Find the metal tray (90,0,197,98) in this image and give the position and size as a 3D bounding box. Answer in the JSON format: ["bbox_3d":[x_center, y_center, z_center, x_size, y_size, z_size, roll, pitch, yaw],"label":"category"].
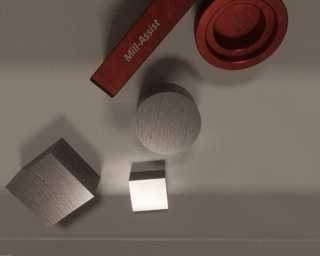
[{"bbox_3d":[-0.018,-0.099,0.339,0.030,0.090,0.130,40,105,-14],"label":"metal tray"}]

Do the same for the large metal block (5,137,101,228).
[{"bbox_3d":[-0.142,0.074,0.423,0.080,0.050,0.080,-36,107,12],"label":"large metal block"}]

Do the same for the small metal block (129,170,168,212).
[{"bbox_3d":[-0.016,0.090,0.444,0.050,0.025,0.050,-5,110,1],"label":"small metal block"}]

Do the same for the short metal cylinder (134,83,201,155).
[{"bbox_3d":[0.009,-0.013,0.393,0.081,0.050,0.079,0,110,-1],"label":"short metal cylinder"}]

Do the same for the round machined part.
[{"bbox_3d":[0.087,-0.117,0.348,0.099,0.042,0.097,-1,136,-1],"label":"round machined part"}]
